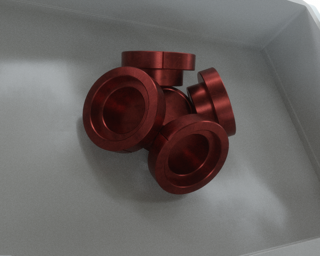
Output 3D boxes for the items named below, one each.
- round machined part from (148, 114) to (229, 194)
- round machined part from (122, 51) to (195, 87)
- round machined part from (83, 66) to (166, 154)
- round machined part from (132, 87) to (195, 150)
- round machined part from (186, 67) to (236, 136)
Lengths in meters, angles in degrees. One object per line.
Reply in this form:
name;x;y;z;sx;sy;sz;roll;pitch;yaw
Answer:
round machined part;0.030;0.027;0.369;0.099;0.097;0.042;-1;26;-29
round machined part;-0.002;-0.078;0.417;0.099;0.098;0.042;-4;102;-30
round machined part;-0.037;-0.018;0.361;0.042;0.098;0.098;27;40;-62
round machined part;0.007;-0.017;0.408;0.099;0.042;0.098;14;56;-21
round machined part;0.066;-0.030;0.426;0.042;0.098;0.098;-18;67;3
